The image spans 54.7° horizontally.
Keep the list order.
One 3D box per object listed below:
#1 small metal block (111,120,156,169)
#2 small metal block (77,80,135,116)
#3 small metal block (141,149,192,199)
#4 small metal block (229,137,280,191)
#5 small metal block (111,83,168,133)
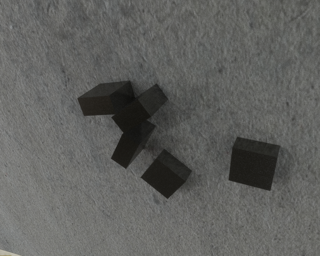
[{"bbox_3d":[-0.036,0.019,0.420,0.025,0.050,0.050,34,129,6],"label":"small metal block"},{"bbox_3d":[-0.068,-0.039,0.401,0.050,0.050,0.025,-1,118,28],"label":"small metal block"},{"bbox_3d":[0.008,0.066,0.442,0.050,0.025,0.050,39,129,1],"label":"small metal block"},{"bbox_3d":[0.113,0.043,0.373,0.050,0.025,0.050,12,124,21],"label":"small metal block"},{"bbox_3d":[-0.025,-0.025,0.387,0.050,0.050,0.025,-29,103,37],"label":"small metal block"}]
